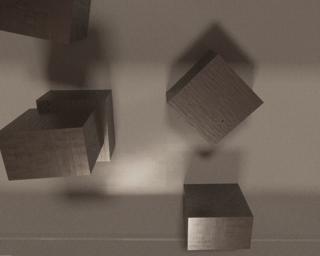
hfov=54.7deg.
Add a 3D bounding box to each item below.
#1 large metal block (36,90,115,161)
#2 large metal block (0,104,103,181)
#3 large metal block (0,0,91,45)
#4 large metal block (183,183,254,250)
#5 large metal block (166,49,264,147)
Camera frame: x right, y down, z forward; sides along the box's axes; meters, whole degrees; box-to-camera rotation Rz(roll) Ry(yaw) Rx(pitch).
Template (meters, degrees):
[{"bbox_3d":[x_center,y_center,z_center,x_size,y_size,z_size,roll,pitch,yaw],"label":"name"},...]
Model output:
[{"bbox_3d":[-0.103,-0.004,0.395,0.081,0.050,0.079,-1,110,0],"label":"large metal block"},{"bbox_3d":[-0.110,0.012,0.331,0.081,0.080,0.050,-4,110,1],"label":"large metal block"},{"bbox_3d":[-0.125,-0.127,0.333,0.081,0.080,0.050,11,110,-5],"label":"large metal block"},{"bbox_3d":[0.075,0.119,0.427,0.081,0.080,0.050,-1,110,0],"label":"large metal block"},{"bbox_3d":[0.065,-0.038,0.385,0.080,0.050,0.080,43,104,-15],"label":"large metal block"}]
